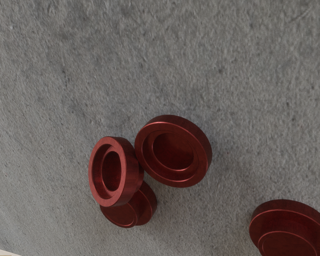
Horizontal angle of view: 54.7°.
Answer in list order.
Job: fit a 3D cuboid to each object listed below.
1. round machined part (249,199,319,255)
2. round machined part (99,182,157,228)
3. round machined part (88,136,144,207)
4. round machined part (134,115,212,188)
[{"bbox_3d":[0.164,0.143,0.398,0.098,0.042,0.097,13,124,20],"label":"round machined part"},{"bbox_3d":[-0.058,0.122,0.500,0.098,0.042,0.097,13,124,20],"label":"round machined part"},{"bbox_3d":[-0.060,0.062,0.443,0.098,0.042,0.097,-8,80,48],"label":"round machined part"},{"bbox_3d":[0.020,0.026,0.400,0.098,0.042,0.097,13,124,20],"label":"round machined part"}]
